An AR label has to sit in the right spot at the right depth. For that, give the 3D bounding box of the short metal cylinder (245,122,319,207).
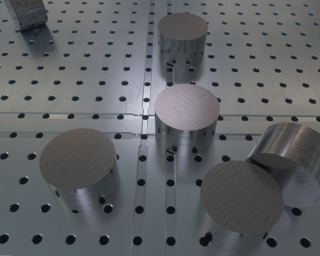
[{"bbox_3d":[0.140,0.040,0.339,0.080,0.080,0.050,28,56,21],"label":"short metal cylinder"}]

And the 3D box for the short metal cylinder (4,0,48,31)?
[{"bbox_3d":[-0.244,-0.221,0.556,0.050,0.080,0.080,-28,56,-21],"label":"short metal cylinder"}]

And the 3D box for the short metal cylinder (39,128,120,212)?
[{"bbox_3d":[-0.088,0.047,0.351,0.081,0.050,0.080,0,50,0],"label":"short metal cylinder"}]

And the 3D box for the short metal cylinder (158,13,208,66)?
[{"bbox_3d":[0.037,-0.148,0.516,0.081,0.050,0.080,0,50,0],"label":"short metal cylinder"}]

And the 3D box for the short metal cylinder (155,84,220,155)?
[{"bbox_3d":[0.034,-0.012,0.401,0.081,0.050,0.080,0,50,0],"label":"short metal cylinder"}]

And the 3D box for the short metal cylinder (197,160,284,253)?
[{"bbox_3d":[0.080,0.081,0.324,0.081,0.050,0.080,0,50,0],"label":"short metal cylinder"}]
